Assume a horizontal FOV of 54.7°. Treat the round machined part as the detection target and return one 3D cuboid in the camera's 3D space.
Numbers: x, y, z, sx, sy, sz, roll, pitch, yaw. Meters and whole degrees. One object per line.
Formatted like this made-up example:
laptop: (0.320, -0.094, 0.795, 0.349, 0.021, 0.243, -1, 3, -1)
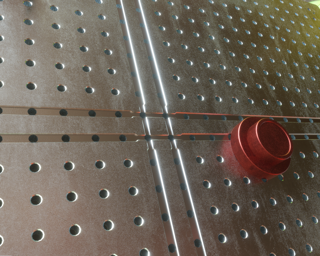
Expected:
round machined part: (0.160, 0.024, 0.468, 0.099, 0.042, 0.098, 14, 56, -21)
